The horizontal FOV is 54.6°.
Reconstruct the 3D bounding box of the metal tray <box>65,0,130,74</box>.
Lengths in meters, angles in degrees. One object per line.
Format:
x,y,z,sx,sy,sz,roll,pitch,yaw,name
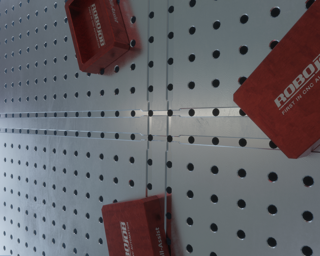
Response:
-0.103,-0.163,0.492,0.090,0.030,0.130,-26,74,37,metal tray

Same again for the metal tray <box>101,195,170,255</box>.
-0.033,0.167,0.434,0.090,0.030,0.129,-20,78,38,metal tray

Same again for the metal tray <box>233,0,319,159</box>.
0.143,-0.045,0.288,0.129,0.030,0.090,-52,60,27,metal tray
